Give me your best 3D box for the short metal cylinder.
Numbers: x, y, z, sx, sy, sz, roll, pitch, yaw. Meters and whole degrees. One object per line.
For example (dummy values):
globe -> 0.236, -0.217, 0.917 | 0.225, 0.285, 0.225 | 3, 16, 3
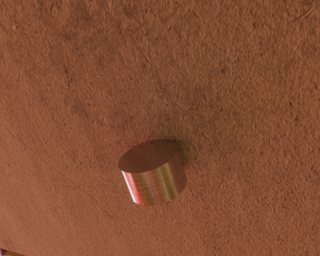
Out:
short metal cylinder -> -0.009, 0.057, 0.412 | 0.080, 0.080, 0.050 | -3, 117, 30
